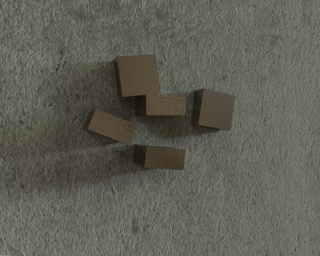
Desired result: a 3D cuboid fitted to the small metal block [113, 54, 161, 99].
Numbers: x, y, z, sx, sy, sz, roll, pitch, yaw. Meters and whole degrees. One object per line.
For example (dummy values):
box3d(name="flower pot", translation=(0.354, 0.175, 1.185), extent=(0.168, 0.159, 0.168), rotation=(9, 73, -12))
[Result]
box3d(name="small metal block", translation=(-0.030, -0.066, 0.398), extent=(0.050, 0.025, 0.050), rotation=(-8, 93, -20))

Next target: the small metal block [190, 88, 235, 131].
box3d(name="small metal block", translation=(0.074, -0.025, 0.436), extent=(0.050, 0.025, 0.050), rotation=(10, 87, -20))

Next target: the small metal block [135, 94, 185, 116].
box3d(name="small metal block", translation=(-0.001, -0.028, 0.395), extent=(0.050, 0.050, 0.025), rotation=(-1, 91, -20))

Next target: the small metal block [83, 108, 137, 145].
box3d(name="small metal block", translation=(-0.062, -0.001, 0.373), extent=(0.050, 0.050, 0.025), rotation=(23, 83, -19))

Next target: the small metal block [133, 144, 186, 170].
box3d(name="small metal block", translation=(-0.002, 0.037, 0.395), extent=(0.050, 0.050, 0.025), rotation=(7, 88, -20))
